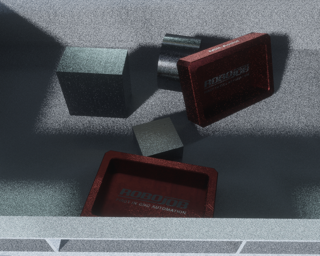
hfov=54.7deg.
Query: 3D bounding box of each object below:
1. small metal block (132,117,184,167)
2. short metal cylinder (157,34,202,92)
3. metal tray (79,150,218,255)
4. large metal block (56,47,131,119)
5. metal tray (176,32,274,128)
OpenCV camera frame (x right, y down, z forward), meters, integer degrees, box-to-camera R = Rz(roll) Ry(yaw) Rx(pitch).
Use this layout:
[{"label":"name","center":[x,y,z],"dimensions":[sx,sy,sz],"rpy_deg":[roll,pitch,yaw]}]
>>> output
[{"label":"small metal block","center":[-0.003,0.018,0.390],"dimensions":[0.050,0.025,0.050],"rpy_deg":[-14,52,-12]},{"label":"short metal cylinder","center":[0.029,-0.092,0.448],"dimensions":[0.050,0.080,0.080],"rpy_deg":[10,51,8]},{"label":"metal tray","center":[-0.008,0.078,0.335],"dimensions":[0.131,0.030,0.090],"rpy_deg":[9,51,7]},{"label":"large metal block","center":[-0.084,-0.060,0.419],"dimensions":[0.080,0.080,0.050],"rpy_deg":[3,50,2]},{"label":"metal tray","center":[0.092,-0.066,0.417],"dimensions":[0.131,0.089,0.030],"rpy_deg":[-24,28,-19]}]
